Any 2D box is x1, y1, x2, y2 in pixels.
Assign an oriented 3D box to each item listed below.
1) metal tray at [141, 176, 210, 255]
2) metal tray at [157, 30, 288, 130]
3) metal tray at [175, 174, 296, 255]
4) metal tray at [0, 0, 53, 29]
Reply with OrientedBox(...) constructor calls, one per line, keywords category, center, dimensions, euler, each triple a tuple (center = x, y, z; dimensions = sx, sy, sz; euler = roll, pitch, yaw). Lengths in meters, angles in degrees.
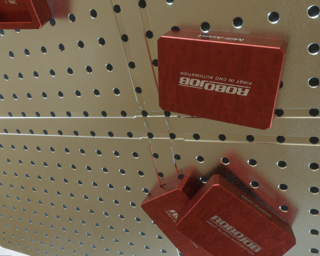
OrientedBox(category="metal tray", center=(0.044, 0.143, 0.474), dimensions=(0.090, 0.030, 0.130), euler=(-33, 100, 38))
OrientedBox(category="metal tray", center=(0.063, -0.054, 0.341), dimensions=(0.130, 0.030, 0.089), euler=(12, 124, 21))
OrientedBox(category="metal tray", center=(0.098, 0.134, 0.413), dimensions=(0.130, 0.030, 0.090), euler=(36, 110, -3))
OrientedBox(category="metal tray", center=(-0.196, -0.185, 0.370), dimensions=(0.090, 0.030, 0.129), euler=(4, 135, 15))
